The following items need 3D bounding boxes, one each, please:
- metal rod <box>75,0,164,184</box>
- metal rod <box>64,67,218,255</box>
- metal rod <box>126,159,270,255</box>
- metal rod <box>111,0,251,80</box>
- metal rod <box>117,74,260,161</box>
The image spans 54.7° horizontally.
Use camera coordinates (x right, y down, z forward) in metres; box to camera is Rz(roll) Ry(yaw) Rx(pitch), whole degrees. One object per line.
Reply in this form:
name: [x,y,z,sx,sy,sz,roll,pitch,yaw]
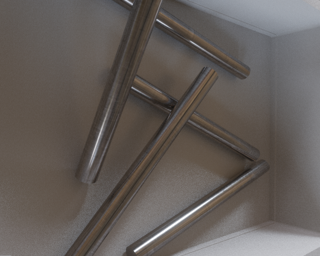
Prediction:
metal rod: [-0.027,-0.078,0.298,0.025,0.025,0.298,8,112,-40]
metal rod: [-0.016,0.041,0.371,0.025,0.025,0.300,48,68,-30]
metal rod: [0.077,0.113,0.471,0.302,0.025,0.025,-22,104,-38]
metal rod: [0.031,-0.133,0.431,0.302,0.025,0.025,19,78,-38]
metal rod: [0.057,-0.008,0.453,0.301,0.025,0.025,27,73,-37]
